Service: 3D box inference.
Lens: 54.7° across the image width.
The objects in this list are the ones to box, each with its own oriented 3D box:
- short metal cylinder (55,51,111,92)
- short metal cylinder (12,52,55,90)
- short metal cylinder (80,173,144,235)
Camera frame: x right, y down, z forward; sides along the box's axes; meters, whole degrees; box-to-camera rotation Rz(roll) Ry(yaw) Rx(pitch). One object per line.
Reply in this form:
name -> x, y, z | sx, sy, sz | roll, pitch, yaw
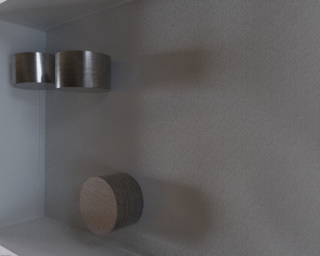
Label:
short metal cylinder -> -0.114, -0.081, 0.462 | 0.080, 0.081, 0.050 | 1, 91, 39
short metal cylinder -> -0.217, -0.098, 0.546 | 0.080, 0.081, 0.050 | -4, 87, 39
short metal cylinder -> -0.070, 0.107, 0.446 | 0.080, 0.050, 0.079 | 0, 90, 39
